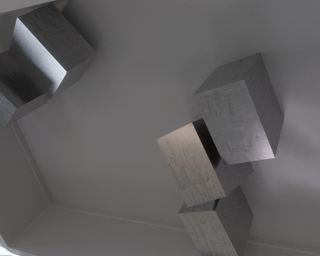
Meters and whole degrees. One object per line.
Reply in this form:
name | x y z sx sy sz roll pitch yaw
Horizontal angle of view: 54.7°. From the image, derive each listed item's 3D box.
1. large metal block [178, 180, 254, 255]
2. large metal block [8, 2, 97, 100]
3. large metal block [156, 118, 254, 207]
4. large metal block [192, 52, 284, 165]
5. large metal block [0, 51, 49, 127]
large metal block | 0.076 0.112 0.402 0.050 0.080 0.080 -16 110 34
large metal block | -0.139 -0.095 0.395 0.080 0.050 0.080 49 143 -7
large metal block | 0.054 0.032 0.351 0.050 0.081 0.080 -28 85 37
large metal block | 0.084 -0.021 0.316 0.050 0.080 0.080 -15 111 34
large metal block | -0.213 -0.061 0.448 0.080 0.080 0.050 47 129 -5
